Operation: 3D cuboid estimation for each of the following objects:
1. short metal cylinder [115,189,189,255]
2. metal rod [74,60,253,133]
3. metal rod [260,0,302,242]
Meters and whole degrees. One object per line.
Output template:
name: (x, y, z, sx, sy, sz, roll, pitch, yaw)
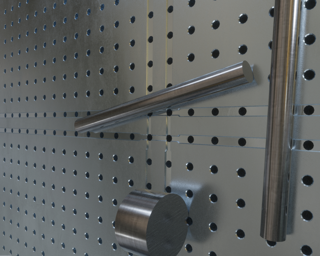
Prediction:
short metal cylinder: (-0.008, 0.118, 0.381, 0.050, 0.081, 0.080, 0, 90, 40)
metal rod: (-0.019, -0.032, 0.425, 0.300, 0.025, 0.025, -14, 81, 39)
metal rod: (0.122, -0.038, 0.308, 0.025, 0.025, 0.298, 5, 93, 40)
